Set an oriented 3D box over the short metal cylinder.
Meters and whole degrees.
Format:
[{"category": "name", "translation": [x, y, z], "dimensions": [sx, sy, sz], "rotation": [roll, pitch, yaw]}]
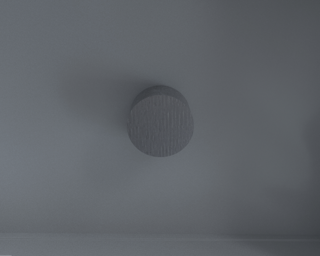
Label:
[{"category": "short metal cylinder", "translation": [0.000, -0.010, 0.394], "dimensions": [0.081, 0.050, 0.079], "rotation": [0, 110, -1]}]
